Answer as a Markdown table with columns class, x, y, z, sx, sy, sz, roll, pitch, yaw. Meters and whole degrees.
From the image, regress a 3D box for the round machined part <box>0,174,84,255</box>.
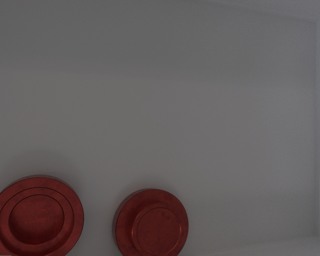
| class | x | y | z | sx | sy | sz | roll | pitch | yaw |
| --- | --- | --- | --- | --- | --- | --- | --- | --- | --- |
| round machined part | -0.139 | 0.101 | 0.350 | 0.099 | 0.042 | 0.097 | 0 | 90 | -20 |

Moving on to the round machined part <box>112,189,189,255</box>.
| class | x | y | z | sx | sy | sz | roll | pitch | yaw |
| --- | --- | --- | --- | --- | --- | --- | --- | --- | --- |
| round machined part | -0.008 | 0.127 | 0.392 | 0.099 | 0.042 | 0.097 | 3 | 82 | -20 |
